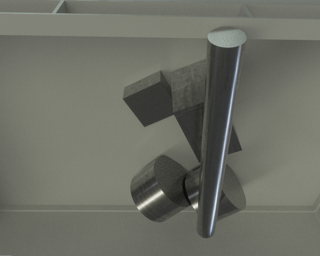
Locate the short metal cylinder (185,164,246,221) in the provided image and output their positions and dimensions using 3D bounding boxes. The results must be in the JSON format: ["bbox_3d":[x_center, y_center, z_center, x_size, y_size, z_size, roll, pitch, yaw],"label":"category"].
[{"bbox_3d":[0.082,0.091,0.452,0.050,0.080,0.080,-34,123,25],"label":"short metal cylinder"}]

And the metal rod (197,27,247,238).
[{"bbox_3d":[0.053,0.040,0.313,0.025,0.025,0.298,-3,138,2],"label":"metal rod"}]

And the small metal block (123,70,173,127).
[{"bbox_3d":[-0.010,-0.035,0.379,0.050,0.025,0.050,-23,127,18],"label":"small metal block"}]

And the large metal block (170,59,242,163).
[{"bbox_3d":[0.052,-0.021,0.356,0.050,0.080,0.080,-19,128,15],"label":"large metal block"}]

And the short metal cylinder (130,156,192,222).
[{"bbox_3d":[0.004,0.088,0.449,0.080,0.080,0.050,35,122,-26],"label":"short metal cylinder"}]
